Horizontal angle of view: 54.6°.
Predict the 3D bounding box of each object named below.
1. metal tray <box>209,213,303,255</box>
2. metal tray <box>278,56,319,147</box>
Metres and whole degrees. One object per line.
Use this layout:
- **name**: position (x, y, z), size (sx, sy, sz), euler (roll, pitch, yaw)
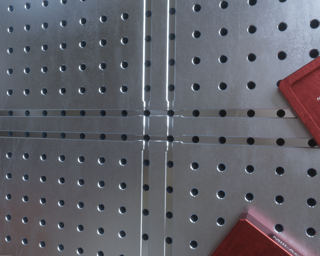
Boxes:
- **metal tray**: position (0.126, 0.177, 0.365), size (0.130, 0.030, 0.090), euler (37, 102, 16)
- **metal tray**: position (0.209, -0.047, 0.335), size (0.130, 0.030, 0.090), euler (-34, 79, 16)
